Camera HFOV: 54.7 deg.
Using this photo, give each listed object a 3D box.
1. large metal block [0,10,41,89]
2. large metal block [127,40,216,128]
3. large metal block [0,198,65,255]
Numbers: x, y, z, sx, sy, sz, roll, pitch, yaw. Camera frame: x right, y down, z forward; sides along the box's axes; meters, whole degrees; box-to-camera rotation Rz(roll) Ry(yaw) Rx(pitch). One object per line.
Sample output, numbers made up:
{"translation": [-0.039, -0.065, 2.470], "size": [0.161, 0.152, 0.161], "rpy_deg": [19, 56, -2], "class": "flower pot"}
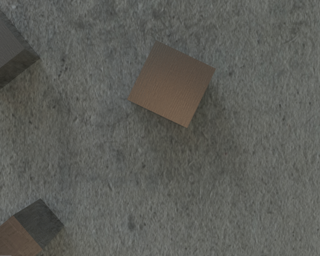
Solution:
{"translation": [-0.219, -0.101, 0.395], "size": [0.080, 0.050, 0.080], "rpy_deg": [-39, 91, 0], "class": "large metal block"}
{"translation": [0.014, -0.053, 0.398], "size": [0.080, 0.050, 0.080], "rpy_deg": [26, 90, -1], "class": "large metal block"}
{"translation": [-0.176, 0.140, 0.380], "size": [0.080, 0.080, 0.050], "rpy_deg": [-40, 91, 0], "class": "large metal block"}
